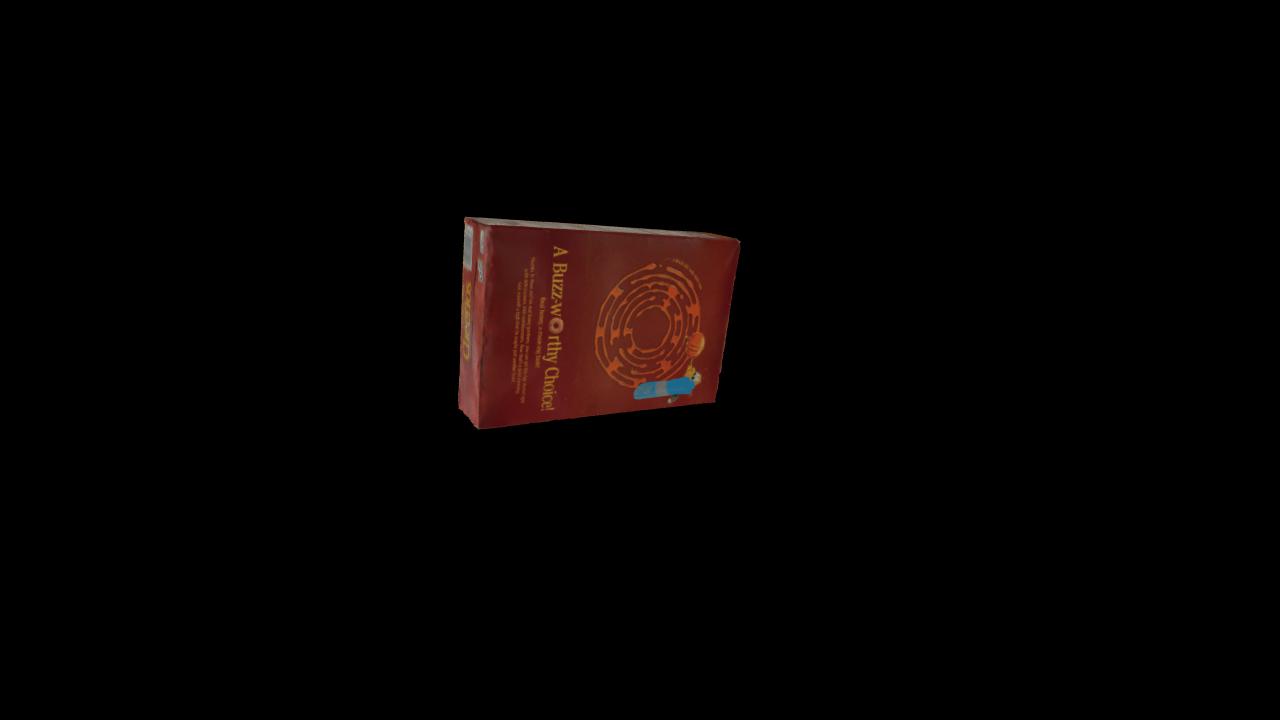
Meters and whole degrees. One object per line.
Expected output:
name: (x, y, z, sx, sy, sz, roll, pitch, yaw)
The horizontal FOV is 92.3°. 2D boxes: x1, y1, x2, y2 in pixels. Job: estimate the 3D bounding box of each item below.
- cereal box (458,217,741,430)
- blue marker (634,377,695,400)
cereal box: (-0.038, -0.044, 0.677, 0.306, 0.203, 0.081, -5, 20, -33)
blue marker: (0.004, 0.034, 0.685, 0.121, 0.020, 0.020, -9, -4, 28)
